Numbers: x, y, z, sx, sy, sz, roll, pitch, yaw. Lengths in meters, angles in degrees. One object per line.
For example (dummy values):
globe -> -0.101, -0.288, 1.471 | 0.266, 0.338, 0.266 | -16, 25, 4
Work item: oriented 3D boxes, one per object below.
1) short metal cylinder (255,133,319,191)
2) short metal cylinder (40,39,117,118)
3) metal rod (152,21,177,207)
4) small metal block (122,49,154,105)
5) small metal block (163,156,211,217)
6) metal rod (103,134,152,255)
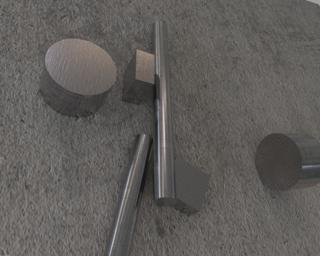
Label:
short metal cylinder -> 0.183, 0.047, 0.439 | 0.050, 0.080, 0.080 | 1, 62, -28
short metal cylinder -> -0.098, -0.059, 0.371 | 0.081, 0.050, 0.080 | 14, 56, -21
metal rod -> 0.002, -0.043, 0.414 | 0.025, 0.025, 0.300 | 14, 51, -20
small metal block -> -0.029, -0.067, 0.413 | 0.025, 0.050, 0.050 | 13, 56, -21
small metal block -> 0.028, 0.071, 0.376 | 0.050, 0.025, 0.050 | 32, 52, -8
metal rod -> -0.044, 0.135, 0.297 | 0.025, 0.025, 0.300 | 23, 53, -15
